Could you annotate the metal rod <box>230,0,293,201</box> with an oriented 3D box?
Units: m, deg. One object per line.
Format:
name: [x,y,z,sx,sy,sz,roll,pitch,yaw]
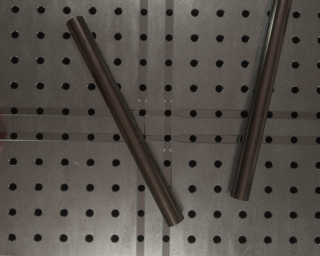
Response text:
metal rod: [0.138,-0.052,0.415,0.025,0.025,0.298,12,90,-1]

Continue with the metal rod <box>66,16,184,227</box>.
metal rod: [-0.046,-0.008,0.412,0.025,0.025,0.299,-27,90,0]
